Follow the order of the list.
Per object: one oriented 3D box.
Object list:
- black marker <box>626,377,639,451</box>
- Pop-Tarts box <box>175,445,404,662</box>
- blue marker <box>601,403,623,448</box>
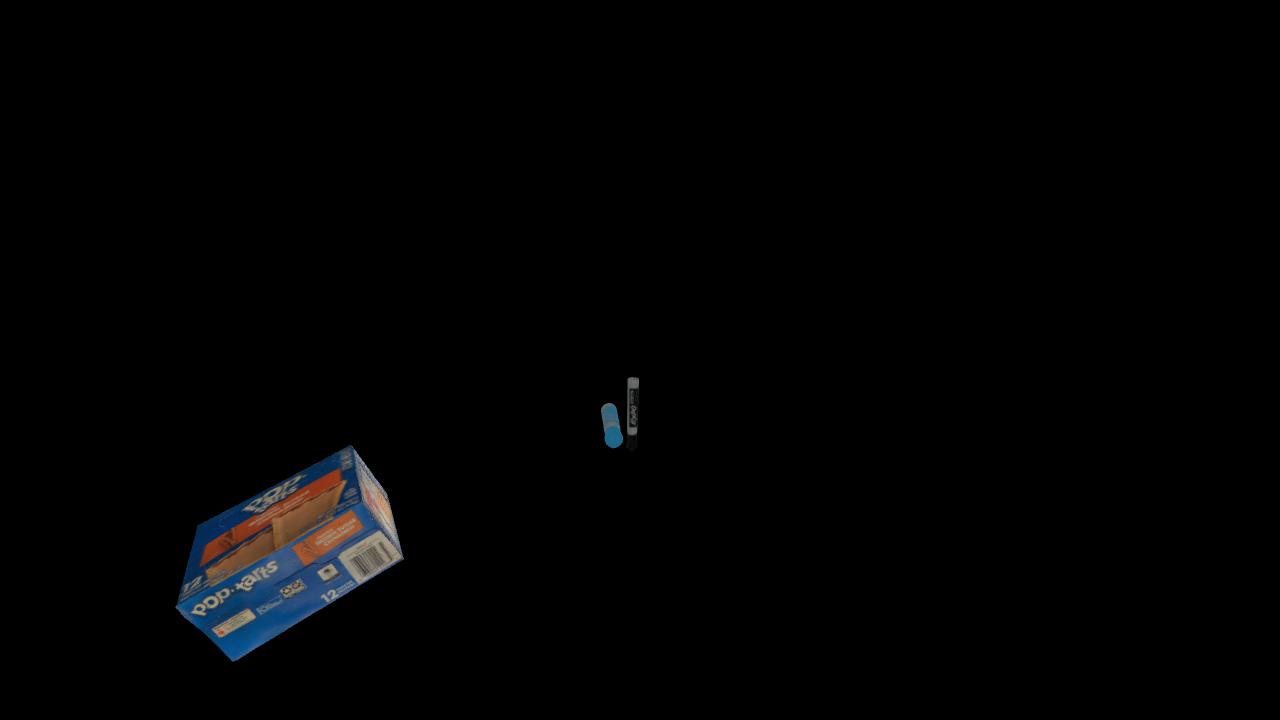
[{"bbox_3d":[-0.012,0.089,0.998,0.020,0.121,0.020,1,10,0],"label":"black marker"},{"bbox_3d":[-0.344,0.183,0.618,0.167,0.083,0.141,-29,27,-18],"label":"Pop-Tarts box"},{"bbox_3d":[-0.031,0.070,0.671,0.020,0.020,0.121,0,10,-5],"label":"blue marker"}]
